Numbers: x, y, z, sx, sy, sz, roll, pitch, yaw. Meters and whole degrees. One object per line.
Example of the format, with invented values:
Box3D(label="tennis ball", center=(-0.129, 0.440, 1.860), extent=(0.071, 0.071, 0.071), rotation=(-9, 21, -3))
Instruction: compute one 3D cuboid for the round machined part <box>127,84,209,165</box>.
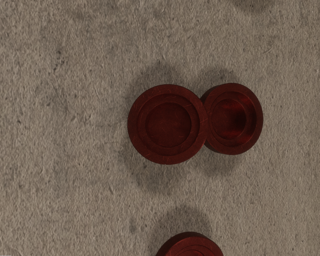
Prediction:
Box3D(label="round machined part", center=(0.011, -0.003, 0.392), extent=(0.099, 0.042, 0.097), rotation=(0, 87, 5))

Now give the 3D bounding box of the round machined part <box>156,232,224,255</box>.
Box3D(label="round machined part", center=(0.034, 0.187, 0.414), extent=(0.099, 0.042, 0.097), rotation=(0, 90, -21))

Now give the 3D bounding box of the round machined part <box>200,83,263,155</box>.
Box3D(label="round machined part", center=(0.092, -0.012, 0.435), extent=(0.099, 0.042, 0.097), rotation=(0, 90, -21))
